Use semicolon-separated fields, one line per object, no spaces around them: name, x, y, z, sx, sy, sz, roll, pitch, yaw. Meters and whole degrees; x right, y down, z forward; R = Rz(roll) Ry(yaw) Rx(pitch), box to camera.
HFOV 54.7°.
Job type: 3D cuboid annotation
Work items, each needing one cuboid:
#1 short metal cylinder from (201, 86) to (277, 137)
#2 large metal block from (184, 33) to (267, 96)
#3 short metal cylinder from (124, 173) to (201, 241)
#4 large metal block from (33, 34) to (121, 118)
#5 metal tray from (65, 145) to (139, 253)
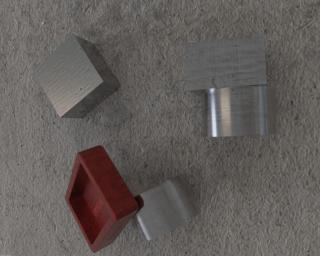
short metal cylinder;0.088;-0.017;0.349;0.080;0.080;0.050;-3;90;20
large metal block;0.079;-0.066;0.352;0.080;0.080;0.050;-3;89;20
short metal cylinder;0.003;0.095;0.379;0.080;0.080;0.050;-29;81;17
large metal block;-0.116;-0.069;0.437;0.080;0.050;0.080;-36;79;16
metal tray;-0.079;0.093;0.390;0.090;0.030;0.129;55;142;21
